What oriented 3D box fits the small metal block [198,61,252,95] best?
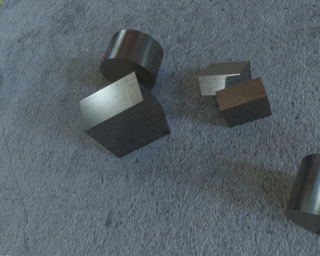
[{"bbox_3d":[0.082,-0.062,0.384,0.050,0.025,0.050,2,29,29],"label":"small metal block"}]

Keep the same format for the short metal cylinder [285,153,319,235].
[{"bbox_3d":[0.151,0.061,0.252,0.080,0.080,0.050,14,69,34],"label":"short metal cylinder"}]

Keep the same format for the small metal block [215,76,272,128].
[{"bbox_3d":[0.096,-0.028,0.353,0.050,0.050,0.025,-18,62,17],"label":"small metal block"}]

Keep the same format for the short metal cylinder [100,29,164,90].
[{"bbox_3d":[-0.040,-0.095,0.447,0.080,0.080,0.050,2,63,29],"label":"short metal cylinder"}]

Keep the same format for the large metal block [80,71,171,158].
[{"bbox_3d":[-0.043,-0.014,0.400,0.080,0.080,0.050,-27,53,11],"label":"large metal block"}]
